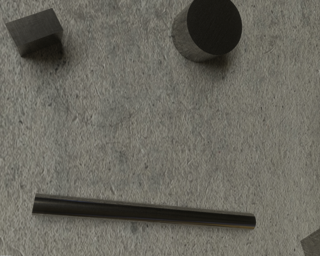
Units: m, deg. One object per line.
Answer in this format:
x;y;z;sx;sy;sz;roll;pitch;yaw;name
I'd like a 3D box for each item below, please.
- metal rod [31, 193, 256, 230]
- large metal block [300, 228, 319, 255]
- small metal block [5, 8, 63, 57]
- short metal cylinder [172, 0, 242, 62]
-0.005;0.113;0.407;0.302;0.025;0.025;10;87;-20;metal rod
0.288;0.208;0.503;0.081;0.050;0.080;-22;98;-19;large metal block
-0.138;-0.105;0.345;0.050;0.050;0.025;-27;99;-18;small metal block
0.062;-0.133;0.419;0.081;0.050;0.080;0;90;-20;short metal cylinder
